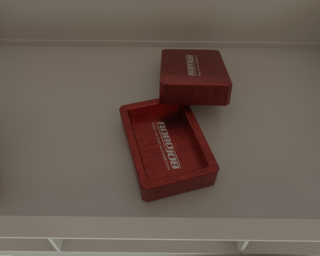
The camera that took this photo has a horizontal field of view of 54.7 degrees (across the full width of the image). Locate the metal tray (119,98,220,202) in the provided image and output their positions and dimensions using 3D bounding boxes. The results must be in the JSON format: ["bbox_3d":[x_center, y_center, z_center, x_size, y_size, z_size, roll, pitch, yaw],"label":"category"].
[{"bbox_3d":[0.007,0.019,0.385,0.091,0.030,0.130,-12,51,-10],"label":"metal tray"}]

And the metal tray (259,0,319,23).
[{"bbox_3d":[0.262,-0.229,0.566,0.131,0.030,0.090,-22,17,-18],"label":"metal tray"}]

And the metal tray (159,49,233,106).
[{"bbox_3d":[0.046,-0.076,0.442,0.091,0.030,0.130,1,33,1],"label":"metal tray"}]
